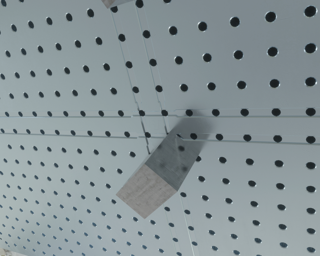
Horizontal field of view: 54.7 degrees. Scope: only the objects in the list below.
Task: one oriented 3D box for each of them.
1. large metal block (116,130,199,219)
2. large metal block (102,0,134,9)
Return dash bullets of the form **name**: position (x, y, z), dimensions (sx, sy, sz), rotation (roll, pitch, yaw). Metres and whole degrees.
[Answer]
- **large metal block**: position (-0.003, 0.062, 0.414), dimensions (0.050, 0.080, 0.080), rotation (41, 129, 0)
- **large metal block**: position (-0.037, -0.168, 0.290), dimensions (0.050, 0.080, 0.080), rotation (-29, 103, 37)
